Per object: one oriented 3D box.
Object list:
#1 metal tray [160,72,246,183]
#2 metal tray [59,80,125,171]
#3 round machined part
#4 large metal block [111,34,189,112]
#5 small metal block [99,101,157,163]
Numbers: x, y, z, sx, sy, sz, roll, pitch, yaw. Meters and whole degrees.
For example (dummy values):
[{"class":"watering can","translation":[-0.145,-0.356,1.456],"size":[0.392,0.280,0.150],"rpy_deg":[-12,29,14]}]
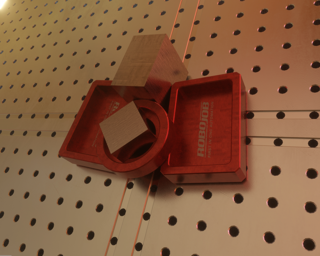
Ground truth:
[{"class":"metal tray","translation":[0.054,-0.001,0.372],"size":[0.090,0.030,0.130],"rpy_deg":[-6,59,25]},{"class":"metal tray","translation":[-0.079,-0.007,0.446],"size":[0.090,0.030,0.130],"rpy_deg":[7,65,31]},{"class":"round machined part","translation":[-0.026,0.016,0.384],"size":[0.098,0.042,0.098],"rpy_deg":[-13,56,21]},{"class":"large metal block","translation":[-0.010,-0.066,0.414],"size":[0.050,0.080,0.080],"rpy_deg":[7,65,31]},{"class":"small metal block","translation":[-0.038,0.004,0.367],"size":[0.050,0.025,0.050],"rpy_deg":[-34,51,6]}]
